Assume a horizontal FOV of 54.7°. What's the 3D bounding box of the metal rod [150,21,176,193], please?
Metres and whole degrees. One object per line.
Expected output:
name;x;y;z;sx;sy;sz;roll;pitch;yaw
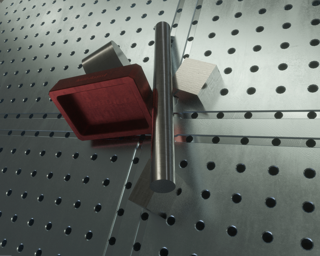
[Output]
metal rod;0.003;-0.053;0.401;0.025;0.025;0.300;-17;44;18

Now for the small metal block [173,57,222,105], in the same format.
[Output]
small metal block;0.047;-0.064;0.422;0.050;0.025;0.050;23;74;36

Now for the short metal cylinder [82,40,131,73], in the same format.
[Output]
short metal cylinder;-0.070;-0.081;0.458;0.050;0.080;0.080;-30;52;9

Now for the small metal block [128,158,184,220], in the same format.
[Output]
small metal block;-0.003;0.070;0.350;0.025;0.050;0.050;16;70;34

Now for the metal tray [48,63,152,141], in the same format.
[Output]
metal tray;-0.072;-0.030;0.417;0.130;0.090;0.030;-7;38;24
